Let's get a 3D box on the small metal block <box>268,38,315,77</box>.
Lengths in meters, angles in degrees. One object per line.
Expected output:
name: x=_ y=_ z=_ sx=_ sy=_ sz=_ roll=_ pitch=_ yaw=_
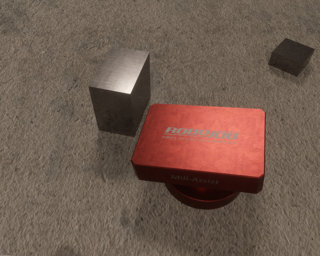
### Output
small metal block: x=0.214 y=-0.116 z=0.503 sx=0.050 sy=0.025 sz=0.050 roll=32 pitch=57 yaw=23

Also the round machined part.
round machined part: x=0.052 y=0.040 z=0.359 sx=0.099 sy=0.042 sz=0.098 roll=0 pitch=50 yaw=0

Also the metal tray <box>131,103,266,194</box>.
metal tray: x=0.044 y=0.018 z=0.335 sx=0.131 sy=0.030 sz=0.090 roll=4 pitch=49 yaw=15

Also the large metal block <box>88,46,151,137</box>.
large metal block: x=-0.048 y=-0.047 z=0.407 sx=0.050 sy=0.080 sz=0.080 roll=11 pitch=51 yaw=9
